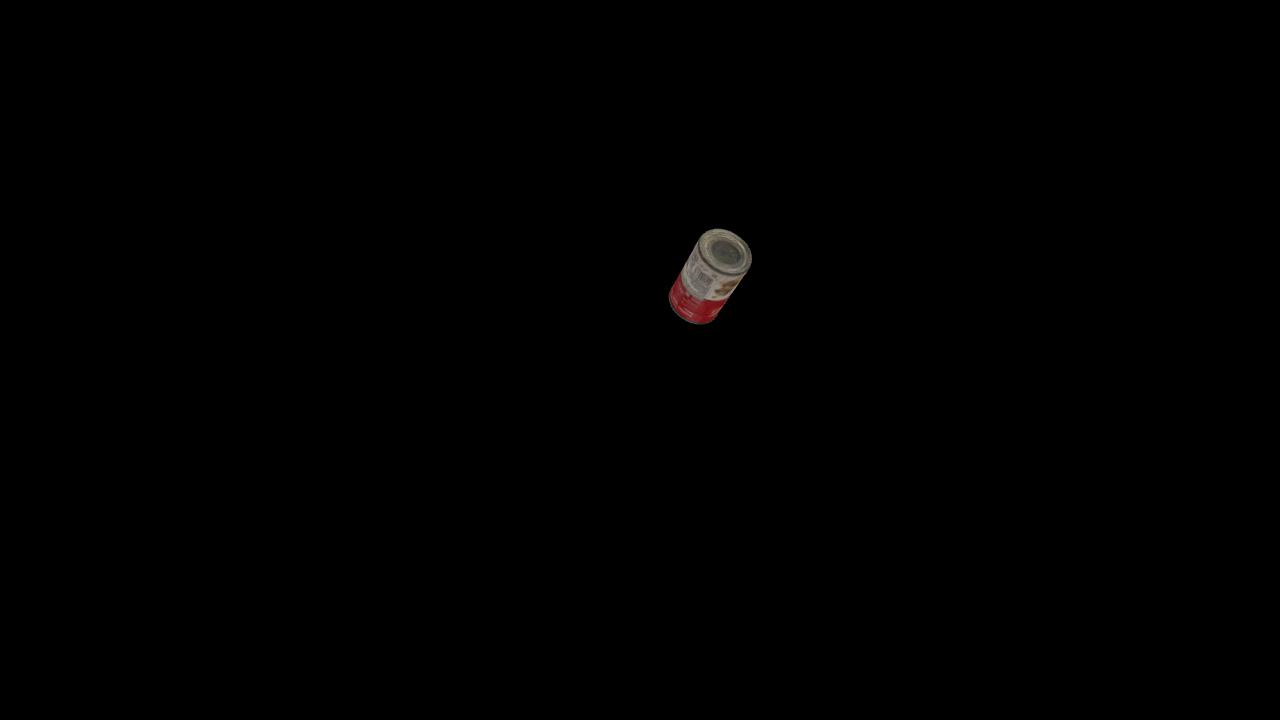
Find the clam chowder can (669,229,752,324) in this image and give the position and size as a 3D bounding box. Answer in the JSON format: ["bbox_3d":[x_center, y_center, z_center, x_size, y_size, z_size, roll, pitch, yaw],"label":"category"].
[{"bbox_3d":[0.082,-0.098,0.730,0.068,0.068,0.102,0,-30,-19],"label":"clam chowder can"}]
